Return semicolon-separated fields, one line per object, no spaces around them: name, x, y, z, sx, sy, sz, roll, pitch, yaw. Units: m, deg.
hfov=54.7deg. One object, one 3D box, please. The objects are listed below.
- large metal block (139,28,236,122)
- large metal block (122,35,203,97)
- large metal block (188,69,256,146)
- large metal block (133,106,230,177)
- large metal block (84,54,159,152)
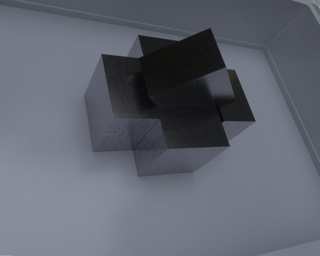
large metal block;0.033;-0.053;0.346;0.080;0.080;0.050;45;27;-62
large metal block;-0.002;-0.071;0.411;0.081;0.080;0.050;0;62;-28
large metal block;0.071;-0.024;0.419;0.050;0.080;0.080;0;62;-29
large metal block;0.021;0.017;0.369;0.081;0.080;0.050;0;62;-28
large metal block;-0.048;-0.026;0.359;0.050;0.080;0.080;0;62;-28
